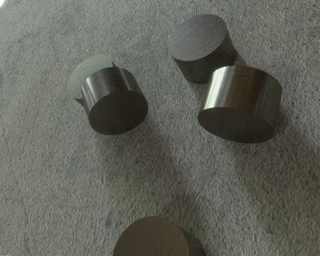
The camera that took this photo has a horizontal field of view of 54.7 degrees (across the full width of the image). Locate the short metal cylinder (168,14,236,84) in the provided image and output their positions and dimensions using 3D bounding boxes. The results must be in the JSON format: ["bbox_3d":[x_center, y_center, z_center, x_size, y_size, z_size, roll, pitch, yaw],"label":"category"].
[{"bbox_3d":[0.058,-0.108,0.424,0.080,0.050,0.080,-13,56,21],"label":"short metal cylinder"}]

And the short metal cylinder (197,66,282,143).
[{"bbox_3d":[0.087,-0.023,0.337,0.080,0.080,0.050,6,65,31],"label":"short metal cylinder"}]

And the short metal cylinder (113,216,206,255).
[{"bbox_3d":[0.000,0.133,0.306,0.080,0.050,0.080,-13,56,21],"label":"short metal cylinder"}]

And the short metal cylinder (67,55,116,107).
[{"bbox_3d":[-0.094,-0.065,0.477,0.080,0.050,0.080,-13,56,21],"label":"short metal cylinder"}]

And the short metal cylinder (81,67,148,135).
[{"bbox_3d":[-0.062,-0.036,0.424,0.080,0.080,0.050,-33,52,7],"label":"short metal cylinder"}]
